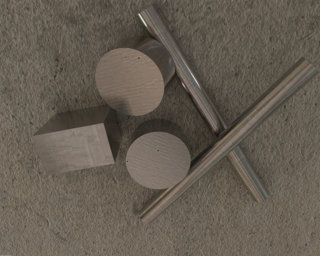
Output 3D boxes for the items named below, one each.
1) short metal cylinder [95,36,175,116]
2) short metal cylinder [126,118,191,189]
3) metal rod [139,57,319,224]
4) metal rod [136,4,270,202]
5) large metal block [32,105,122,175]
[{"bbox_3d":[-0.027,-0.061,0.361,0.080,0.050,0.079,8,122,14],"label":"short metal cylinder"},{"bbox_3d":[-0.002,0.033,0.409,0.081,0.050,0.079,0,110,0],"label":"short metal cylinder"},{"bbox_3d":[0.071,0.031,0.397,0.025,0.025,0.299,37,115,-13],"label":"metal rod"},{"bbox_3d":[0.064,-0.019,0.403,0.025,0.025,0.299,-31,107,11],"label":"metal rod"},{"bbox_3d":[-0.096,0.011,0.383,0.080,0.080,0.050,-10,110,3],"label":"large metal block"}]
